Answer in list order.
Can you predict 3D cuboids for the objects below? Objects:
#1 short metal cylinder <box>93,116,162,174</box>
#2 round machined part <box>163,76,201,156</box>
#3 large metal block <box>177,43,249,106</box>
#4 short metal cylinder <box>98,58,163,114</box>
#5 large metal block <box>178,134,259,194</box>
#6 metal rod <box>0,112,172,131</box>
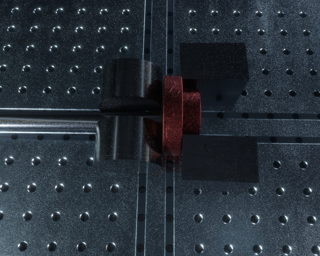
[{"bbox_3d":[-0.038,0.023,0.373,0.080,0.080,0.050,1,71,0],"label":"short metal cylinder"},{"bbox_3d":[0.025,-0.015,0.378,0.042,0.098,0.098,1,70,0],"label":"round machined part"},{"bbox_3d":[0.065,-0.067,0.408,0.081,0.080,0.050,0,70,0],"label":"large metal block"},{"bbox_3d":[-0.037,-0.047,0.400,0.080,0.080,0.050,1,71,0],"label":"short metal cylinder"},{"bbox_3d":[0.064,0.045,0.367,0.080,0.080,0.050,3,70,1],"label":"large metal block"},{"bbox_3d":[-0.120,-0.009,0.402,0.302,0.025,0.025,0,70,4],"label":"metal rod"}]
